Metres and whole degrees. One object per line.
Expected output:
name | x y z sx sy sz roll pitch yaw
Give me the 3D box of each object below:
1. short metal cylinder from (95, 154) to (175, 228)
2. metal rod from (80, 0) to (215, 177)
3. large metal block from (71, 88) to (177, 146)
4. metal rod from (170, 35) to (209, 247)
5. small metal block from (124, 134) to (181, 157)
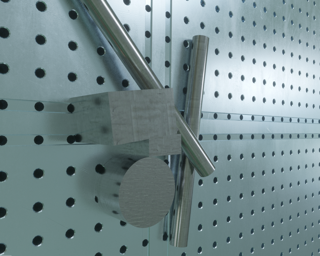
short metal cylinder | -0.029 0.072 0.369 0.081 0.050 0.079 -1 91 -40
metal rod | -0.015 -0.057 0.378 0.025 0.025 0.299 -46 112 -30
large metal block | -0.040 -0.014 0.340 0.081 0.080 0.050 -9 96 -40
metal rod | 0.043 0.015 0.445 0.025 0.025 0.298 11 83 -40
small metal block | -0.009 0.020 0.385 0.050 0.050 0.025 -1 91 -40
